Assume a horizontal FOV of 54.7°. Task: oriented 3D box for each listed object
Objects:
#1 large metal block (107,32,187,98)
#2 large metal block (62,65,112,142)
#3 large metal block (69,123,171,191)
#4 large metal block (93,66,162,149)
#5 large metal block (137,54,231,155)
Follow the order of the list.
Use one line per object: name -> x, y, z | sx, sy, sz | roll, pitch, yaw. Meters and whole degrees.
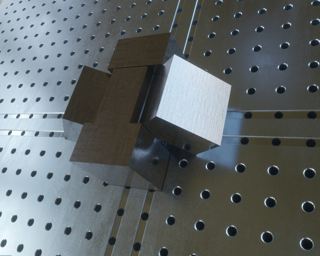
large metal block -> -0.010, -0.079, 0.424 | 0.080, 0.080, 0.050 | 1, 63, 28
large metal block -> -0.094, -0.025, 0.428 | 0.050, 0.080, 0.080 | 18, 66, -7
large metal block -> -0.045, 0.035, 0.372 | 0.080, 0.080, 0.050 | 1, 63, 28
large metal block -> -0.030, -0.021, 0.399 | 0.050, 0.080, 0.080 | 1, 62, 28
large metal block -> 0.030, -0.024, 0.360 | 0.050, 0.080, 0.080 | -32, 38, 58
